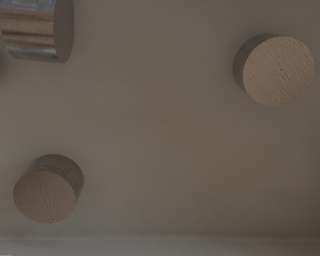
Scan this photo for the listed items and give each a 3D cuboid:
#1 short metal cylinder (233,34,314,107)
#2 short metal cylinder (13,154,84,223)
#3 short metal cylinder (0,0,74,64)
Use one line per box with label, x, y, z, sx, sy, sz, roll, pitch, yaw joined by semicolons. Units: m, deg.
short metal cylinder;0.134;-0.071;0.374;0.081;0.050;0.079;0;110;-1
short metal cylinder;-0.151;0.083;0.426;0.081;0.050;0.079;0;110;-1
short metal cylinder;-0.130;-0.113;0.338;0.050;0.080;0.079;5;110;-2
